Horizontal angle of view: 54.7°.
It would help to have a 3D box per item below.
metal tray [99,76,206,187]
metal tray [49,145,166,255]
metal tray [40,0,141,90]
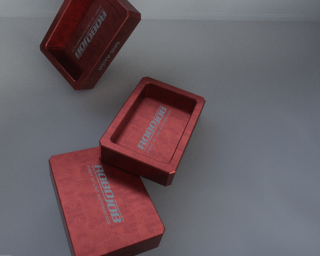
[{"bbox_3d":[-0.006,-0.002,0.383,0.090,0.030,0.130,22,50,7],"label":"metal tray"},{"bbox_3d":[-0.062,0.079,0.340,0.091,0.030,0.130,-11,49,-25],"label":"metal tray"},{"bbox_3d":[-0.095,-0.125,0.408,0.090,0.030,0.129,48,117,12],"label":"metal tray"}]
